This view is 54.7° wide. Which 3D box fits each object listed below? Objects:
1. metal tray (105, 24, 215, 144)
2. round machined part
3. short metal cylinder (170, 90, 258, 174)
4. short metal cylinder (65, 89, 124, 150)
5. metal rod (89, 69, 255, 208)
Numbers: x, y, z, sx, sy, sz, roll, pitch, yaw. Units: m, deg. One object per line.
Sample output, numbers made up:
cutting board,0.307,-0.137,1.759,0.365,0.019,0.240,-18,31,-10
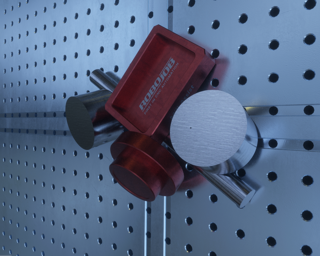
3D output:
metal tray,-0.004,-0.054,0.390,0.090,0.030,0.130,39,100,33
round machined part,-0.023,0.053,0.382,0.098,0.042,0.098,27,148,19
short metal cylinder,0.058,0.006,0.330,0.080,0.050,0.080,-9,69,26
short metal cylinder,-0.097,-0.013,0.458,0.080,0.050,0.079,24,124,42
metal rod,-0.004,-0.003,0.413,0.300,0.025,0.025,39,114,33
